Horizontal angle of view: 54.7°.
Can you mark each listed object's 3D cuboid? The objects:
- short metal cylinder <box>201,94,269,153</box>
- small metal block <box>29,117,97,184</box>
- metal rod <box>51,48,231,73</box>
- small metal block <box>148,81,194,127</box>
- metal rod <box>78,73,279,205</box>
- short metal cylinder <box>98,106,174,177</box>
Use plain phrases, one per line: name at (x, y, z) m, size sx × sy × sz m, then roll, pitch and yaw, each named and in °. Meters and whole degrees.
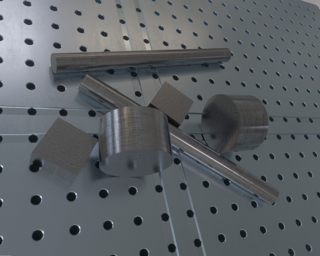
short metal cylinder at (0.102, -0.007, 0.432) m, size 0.050 × 0.080 × 0.080 m, roll -2°, pitch 63°, yaw -29°
small metal block at (-0.103, 0.024, 0.337) m, size 0.050 × 0.025 × 0.050 m, roll 31°, pitch 52°, yaw -9°
metal rod at (-0.008, -0.105, 0.467) m, size 0.303 × 0.025 × 0.025 m, roll -11°, pitch 68°, yaw -33°
small metal block at (0.013, -0.029, 0.433) m, size 0.050 × 0.025 × 0.050 m, roll 35°, pitch 51°, yaw -5°
metal rod at (0.031, 0.019, 0.413) m, size 0.301 × 0.025 × 0.025 m, roll 31°, pitch 52°, yaw -8°
short metal cylinder at (-0.028, 0.018, 0.347) m, size 0.081 × 0.080 × 0.050 m, roll 6°, pitch 59°, yaw -25°
